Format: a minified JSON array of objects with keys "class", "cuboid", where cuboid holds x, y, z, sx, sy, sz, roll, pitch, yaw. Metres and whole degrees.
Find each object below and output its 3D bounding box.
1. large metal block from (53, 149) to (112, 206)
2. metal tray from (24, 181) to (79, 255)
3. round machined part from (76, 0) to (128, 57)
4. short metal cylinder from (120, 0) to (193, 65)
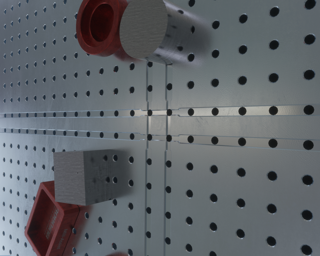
[{"class":"large metal block","cuboid":[-0.125,0.076,0.496,0.080,0.050,0.080,-5,87,40]},{"class":"metal tray","cuboid":[-0.203,0.174,0.573,0.090,0.030,0.129,37,113,33]},{"class":"round machined part","cuboid":[-0.079,-0.155,0.463,0.098,0.042,0.097,0,90,40]},{"class":"short metal cylinder","cuboid":[-0.006,-0.125,0.398,0.080,0.050,0.079,0,90,40]}]
